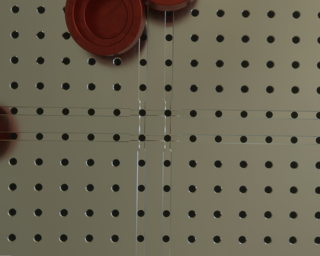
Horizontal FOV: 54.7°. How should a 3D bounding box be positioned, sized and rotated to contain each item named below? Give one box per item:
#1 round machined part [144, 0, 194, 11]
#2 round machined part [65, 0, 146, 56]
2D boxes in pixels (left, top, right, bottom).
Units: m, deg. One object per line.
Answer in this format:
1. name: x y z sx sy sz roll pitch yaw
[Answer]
1. round machined part: 0.009 -0.201 0.405 0.099 0.042 0.097 0 90 -1
2. round machined part: -0.066 -0.142 0.396 0.098 0.042 0.097 2 102 9
